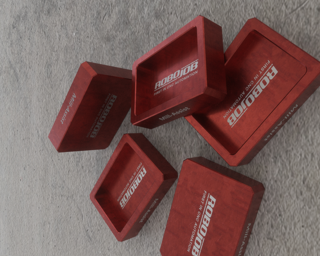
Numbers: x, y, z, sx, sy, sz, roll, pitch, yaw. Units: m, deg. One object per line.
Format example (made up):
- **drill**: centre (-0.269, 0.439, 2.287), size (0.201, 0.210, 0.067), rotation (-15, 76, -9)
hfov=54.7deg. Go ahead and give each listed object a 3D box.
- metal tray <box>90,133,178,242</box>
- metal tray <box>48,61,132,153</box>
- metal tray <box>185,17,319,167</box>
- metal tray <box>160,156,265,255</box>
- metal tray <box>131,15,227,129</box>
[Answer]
- **metal tray**: centre (-0.042, 0.082, 0.436), size (0.090, 0.030, 0.129), rotation (46, 117, 30)
- **metal tray**: centre (-0.090, -0.025, 0.436), size (0.030, 0.091, 0.129), rotation (47, 118, 30)
- **metal tray**: centre (0.093, -0.035, 0.325), size (0.090, 0.030, 0.129), rotation (49, 119, 28)
- **metal tray**: centre (0.056, 0.108, 0.356), size (0.090, 0.030, 0.129), rotation (22, 104, 37)
- **metal tray**: centre (0.015, -0.058, 0.361), size (0.130, 0.030, 0.090), rotation (-22, 62, 48)
